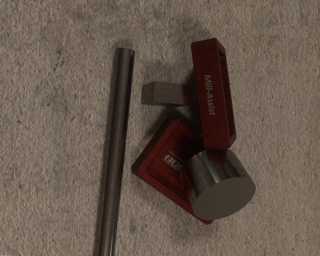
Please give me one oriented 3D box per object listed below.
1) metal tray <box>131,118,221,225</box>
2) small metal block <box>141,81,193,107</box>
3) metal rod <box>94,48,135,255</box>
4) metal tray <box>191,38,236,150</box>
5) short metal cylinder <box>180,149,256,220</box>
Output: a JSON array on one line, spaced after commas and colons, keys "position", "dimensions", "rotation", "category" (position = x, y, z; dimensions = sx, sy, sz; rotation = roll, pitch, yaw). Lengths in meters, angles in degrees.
[{"position": [0.038, 0.059, 0.421], "dimensions": [0.130, 0.030, 0.090], "rotation": [39, 78, -16], "category": "metal tray"}, {"position": [0.008, -0.042, 0.399], "dimensions": [0.050, 0.050, 0.025], "rotation": [4, 89, -20], "category": "small metal block"}, {"position": [-0.058, 0.050, 0.388], "dimensions": [0.025, 0.025, 0.298], "rotation": [6, 88, -20], "category": "metal rod"}, {"position": [0.073, -0.043, 0.402], "dimensions": [0.030, 0.090, 0.129], "rotation": [-7, 93, 19], "category": "metal tray"}, {"position": [0.071, 0.071, 0.389], "dimensions": [0.081, 0.050, 0.079], "rotation": [-11, 132, -12], "category": "short metal cylinder"}]
